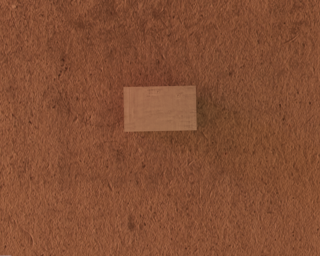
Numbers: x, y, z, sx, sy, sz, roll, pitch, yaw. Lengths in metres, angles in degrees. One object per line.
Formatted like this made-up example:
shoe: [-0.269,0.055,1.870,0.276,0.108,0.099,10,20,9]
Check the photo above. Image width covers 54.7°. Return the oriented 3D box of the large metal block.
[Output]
large metal block: [0.000,-0.022,0.384,0.081,0.080,0.050,-1,90,-1]
